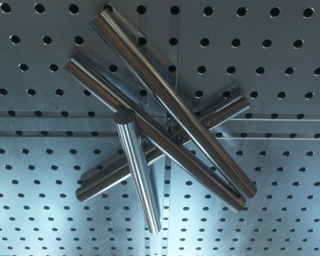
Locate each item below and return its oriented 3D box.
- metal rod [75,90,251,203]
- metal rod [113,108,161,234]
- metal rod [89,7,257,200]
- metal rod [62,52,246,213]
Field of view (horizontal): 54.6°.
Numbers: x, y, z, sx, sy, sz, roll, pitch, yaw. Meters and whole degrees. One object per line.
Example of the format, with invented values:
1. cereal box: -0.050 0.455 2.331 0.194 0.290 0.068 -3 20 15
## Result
1. metal rod: -0.011 0.037 0.442 0.299 0.025 0.025 -32 123 24
2. metal rod: -0.024 0.084 0.454 0.025 0.025 0.299 -4 139 4
3. metal rod: 0.031 -0.012 0.373 0.025 0.025 0.300 -32 115 24
4. metal rod: 0.006 0.018 0.396 0.300 0.025 0.025 41 119 -19
